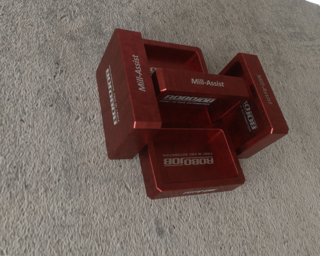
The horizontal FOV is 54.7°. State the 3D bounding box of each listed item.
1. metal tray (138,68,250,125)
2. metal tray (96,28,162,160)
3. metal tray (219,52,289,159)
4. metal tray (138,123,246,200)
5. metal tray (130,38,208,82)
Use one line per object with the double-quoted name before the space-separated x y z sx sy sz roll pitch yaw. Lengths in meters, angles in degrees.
"metal tray" 0.039 -0.034 0.407 0.131 0.090 0.030 1 63 -28
"metal tray" -0.042 -0.038 0.364 0.030 0.090 0.130 1 62 -28
"metal tray" 0.120 -0.031 0.447 0.030 0.090 0.130 1 61 -28
"metal tray" 0.039 0.039 0.401 0.131 0.030 0.090 1 60 -28
"metal tray" 0.010 -0.082 0.457 0.131 0.030 0.090 0 65 -28
